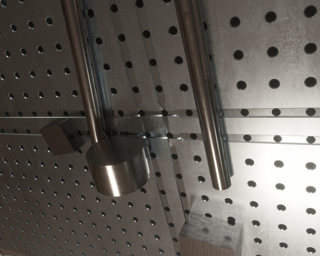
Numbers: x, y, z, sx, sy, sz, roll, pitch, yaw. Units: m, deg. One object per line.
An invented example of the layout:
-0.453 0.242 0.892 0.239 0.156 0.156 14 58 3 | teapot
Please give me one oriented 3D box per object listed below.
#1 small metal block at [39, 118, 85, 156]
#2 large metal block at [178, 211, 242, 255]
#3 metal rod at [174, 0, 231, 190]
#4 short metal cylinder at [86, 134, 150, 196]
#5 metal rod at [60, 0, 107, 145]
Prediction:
-0.159 0.015 0.502 0.050 0.025 0.050 -11 113 32 | small metal block
0.077 0.181 0.465 0.080 0.050 0.079 8 122 23 | large metal block
0.047 -0.055 0.351 0.025 0.025 0.298 -1 118 28 | metal rod
-0.058 0.050 0.436 0.080 0.080 0.050 4 120 25 | short metal cylinder
-0.097 -0.048 0.430 0.025 0.025 0.298 9 123 23 | metal rod
